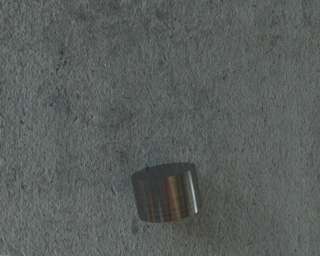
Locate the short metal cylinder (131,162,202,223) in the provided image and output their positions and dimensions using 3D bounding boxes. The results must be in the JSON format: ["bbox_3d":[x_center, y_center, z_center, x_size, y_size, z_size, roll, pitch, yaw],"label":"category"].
[{"bbox_3d":[0.008,0.077,0.383,0.081,0.080,0.050,-12,94,-20],"label":"short metal cylinder"}]
